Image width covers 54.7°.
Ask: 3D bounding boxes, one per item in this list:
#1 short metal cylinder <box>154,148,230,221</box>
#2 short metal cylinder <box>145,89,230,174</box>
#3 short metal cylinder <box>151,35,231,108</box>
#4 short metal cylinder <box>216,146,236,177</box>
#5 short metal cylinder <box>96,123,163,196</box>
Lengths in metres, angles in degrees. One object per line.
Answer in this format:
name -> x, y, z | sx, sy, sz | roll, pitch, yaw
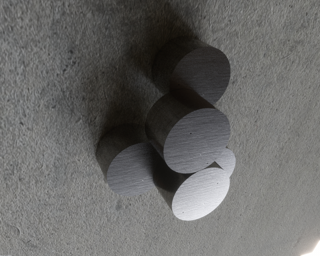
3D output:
short metal cylinder -> 0.039, 0.068, 0.390 | 0.081, 0.050, 0.079 | -14, 124, -21
short metal cylinder -> 0.030, 0.003, 0.344 | 0.081, 0.050, 0.079 | -14, 124, -21
short metal cylinder -> 0.036, -0.065, 0.372 | 0.081, 0.050, 0.079 | -14, 124, -21
short metal cylinder -> 0.063, 0.049, 0.456 | 0.081, 0.050, 0.079 | -14, 124, -21
short metal cylinder -> -0.036, 0.040, 0.397 | 0.081, 0.050, 0.079 | -14, 124, -21
